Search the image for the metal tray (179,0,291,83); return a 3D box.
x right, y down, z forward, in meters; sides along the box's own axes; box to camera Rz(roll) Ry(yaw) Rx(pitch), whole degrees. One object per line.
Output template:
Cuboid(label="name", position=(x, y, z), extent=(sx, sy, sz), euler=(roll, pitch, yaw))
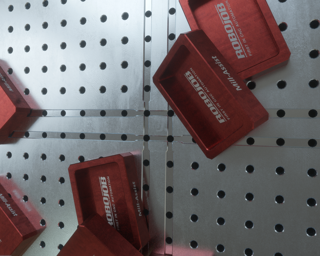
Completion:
Cuboid(label="metal tray", position=(0.089, -0.121, 0.378), extent=(0.090, 0.030, 0.130), euler=(-24, 82, 18))

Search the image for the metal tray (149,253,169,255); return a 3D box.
Cuboid(label="metal tray", position=(0.022, 0.238, 0.403), extent=(0.090, 0.030, 0.129), euler=(0, 90, 20))

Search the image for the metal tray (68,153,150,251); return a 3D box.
Cuboid(label="metal tray", position=(-0.073, 0.106, 0.436), extent=(0.090, 0.030, 0.129), euler=(-14, 86, 19))

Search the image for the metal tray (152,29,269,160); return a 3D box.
Cuboid(label="metal tray", position=(0.053, -0.037, 0.365), extent=(0.130, 0.030, 0.090), euler=(55, 143, 11))

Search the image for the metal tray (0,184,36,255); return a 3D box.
Cuboid(label="metal tray", position=(-0.274, 0.155, 0.508), extent=(0.130, 0.030, 0.090), euler=(45, 104, 14))

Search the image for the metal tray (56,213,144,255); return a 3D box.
Cuboid(label="metal tray", position=(-0.091, 0.185, 0.417), extent=(0.090, 0.030, 0.129), euler=(41, 119, 6))

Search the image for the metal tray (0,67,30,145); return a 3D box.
Cuboid(label="metal tray", position=(-0.283, -0.047, 0.511), extent=(0.090, 0.030, 0.130), euler=(-43, 77, 15))
